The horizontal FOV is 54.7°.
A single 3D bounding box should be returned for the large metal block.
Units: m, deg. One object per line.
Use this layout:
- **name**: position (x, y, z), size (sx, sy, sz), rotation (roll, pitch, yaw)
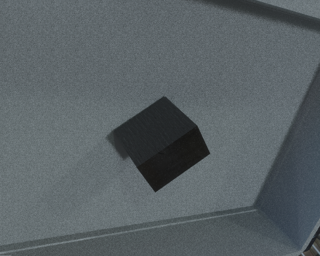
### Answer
- **large metal block**: position (0.001, 0.017, 0.382), size (0.080, 0.080, 0.050), rotation (-34, 129, -6)
